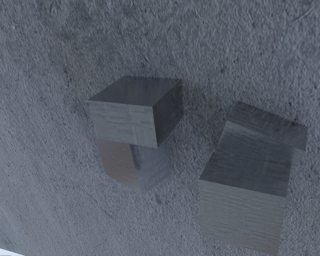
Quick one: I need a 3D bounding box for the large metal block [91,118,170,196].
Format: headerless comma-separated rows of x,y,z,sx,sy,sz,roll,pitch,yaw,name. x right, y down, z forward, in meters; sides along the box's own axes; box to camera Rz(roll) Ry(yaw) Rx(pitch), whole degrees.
-0.039,0.031,0.414,0.080,0.050,0.079,19,129,43,large metal block

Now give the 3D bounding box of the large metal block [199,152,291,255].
0.089,0.078,0.328,0.080,0.050,0.079,8,123,24,large metal block

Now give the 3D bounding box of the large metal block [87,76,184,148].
-0.025,-0.023,0.370,0.080,0.080,0.050,8,122,24,large metal block

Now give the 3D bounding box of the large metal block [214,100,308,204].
0.108,0.027,0.350,0.080,0.050,0.079,23,127,14,large metal block
